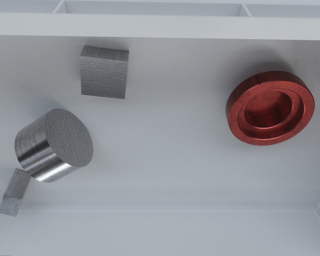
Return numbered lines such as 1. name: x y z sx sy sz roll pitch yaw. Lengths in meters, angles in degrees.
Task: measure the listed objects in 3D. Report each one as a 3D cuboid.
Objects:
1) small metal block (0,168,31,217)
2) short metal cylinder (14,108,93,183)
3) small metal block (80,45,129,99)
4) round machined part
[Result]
1. small metal block: -0.220 0.098 0.473 0.025 0.050 0.050 21 127 -17
2. short metal cylinder: -0.131 0.022 0.390 0.050 0.080 0.080 -28 125 21
3. small metal block: -0.063 -0.063 0.355 0.050 0.025 0.050 6 130 -6
4. round machined part: 0.129 -0.028 0.376 0.099 0.042 0.097 -1 130 0
